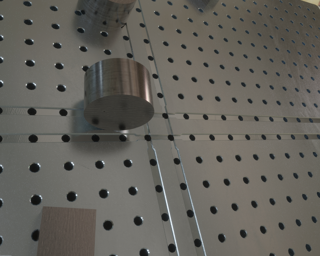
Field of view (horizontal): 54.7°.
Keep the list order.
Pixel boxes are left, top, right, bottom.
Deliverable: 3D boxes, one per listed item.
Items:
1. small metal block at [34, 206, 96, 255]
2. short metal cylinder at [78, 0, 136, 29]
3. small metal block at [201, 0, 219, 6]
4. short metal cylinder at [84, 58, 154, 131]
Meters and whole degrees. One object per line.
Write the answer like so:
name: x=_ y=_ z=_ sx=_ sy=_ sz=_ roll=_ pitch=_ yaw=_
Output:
small metal block: x=-0.090 y=0.104 z=0.296 sx=0.050 sy=0.025 sz=0.050 roll=10 pitch=57 yaw=-23
short metal cylinder: x=-0.079 y=-0.199 z=0.471 sx=0.081 sy=0.050 sz=0.080 roll=14 pitch=56 yaw=-21
small metal block: x=0.098 y=-0.283 z=0.634 sx=0.050 sy=0.025 sz=0.050 roll=48 pitch=51 yaw=6
short metal cylinder: x=-0.049 y=-0.038 z=0.369 sx=0.081 sy=0.080 sz=0.050 roll=7 pitch=59 yaw=-25
